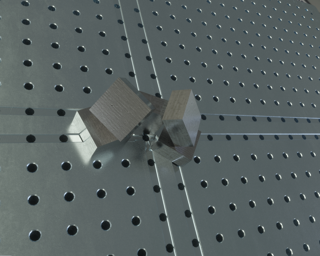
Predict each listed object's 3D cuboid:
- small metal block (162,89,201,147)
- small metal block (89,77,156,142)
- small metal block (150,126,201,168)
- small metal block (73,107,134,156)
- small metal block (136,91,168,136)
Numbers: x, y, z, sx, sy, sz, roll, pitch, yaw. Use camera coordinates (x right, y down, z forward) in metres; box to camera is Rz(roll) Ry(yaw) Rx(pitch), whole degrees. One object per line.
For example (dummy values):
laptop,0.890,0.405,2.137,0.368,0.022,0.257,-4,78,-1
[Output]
small metal block,0.028,-0.012,0.382,0.050,0.025,0.050,64,35,-43
small metal block,-0.041,-0.021,0.348,0.050,0.050,0.025,45,12,3
small metal block,0.022,0.016,0.412,0.050,0.025,0.050,31,51,-9
small metal block,-0.069,-0.001,0.373,0.050,0.025,0.050,-21,73,-36
small metal block,-0.021,-0.018,0.393,0.050,0.050,0.025,17,55,-19
